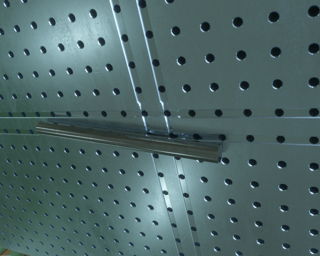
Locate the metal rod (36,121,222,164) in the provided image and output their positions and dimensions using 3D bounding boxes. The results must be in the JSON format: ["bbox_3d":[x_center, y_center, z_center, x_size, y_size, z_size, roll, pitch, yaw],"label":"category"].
[{"bbox_3d":[-0.060,0.016,0.453,0.300,0.025,0.025,7,122,24],"label":"metal rod"}]
